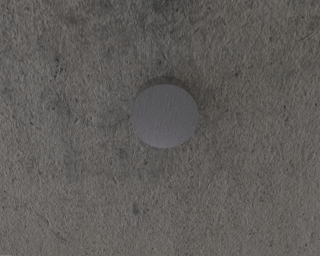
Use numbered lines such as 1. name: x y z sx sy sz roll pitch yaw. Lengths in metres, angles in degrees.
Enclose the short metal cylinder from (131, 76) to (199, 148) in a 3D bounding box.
1. short metal cylinder: 0.006 -0.021 0.389 0.081 0.050 0.079 0 110 0
